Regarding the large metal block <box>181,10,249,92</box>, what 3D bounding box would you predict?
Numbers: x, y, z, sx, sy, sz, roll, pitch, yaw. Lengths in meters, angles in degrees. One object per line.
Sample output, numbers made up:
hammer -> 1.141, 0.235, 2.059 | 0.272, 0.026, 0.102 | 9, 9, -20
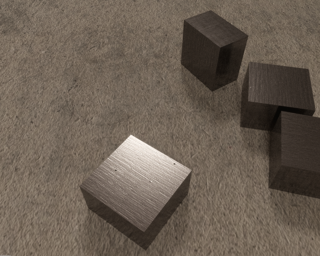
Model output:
large metal block -> 0.078, -0.116, 0.466 | 0.050, 0.080, 0.080 | -27, 55, -21

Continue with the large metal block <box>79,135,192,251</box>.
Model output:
large metal block -> -0.023, 0.066, 0.331 | 0.080, 0.050, 0.080 | 29, 56, 22

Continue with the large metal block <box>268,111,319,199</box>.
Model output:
large metal block -> 0.176, 0.032, 0.362 | 0.080, 0.050, 0.080 | 11, 51, 8

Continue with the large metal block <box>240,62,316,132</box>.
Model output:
large metal block -> 0.157, -0.041, 0.424 | 0.080, 0.050, 0.080 | 9, 51, 7
